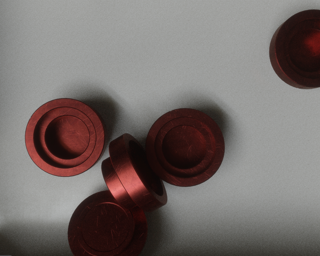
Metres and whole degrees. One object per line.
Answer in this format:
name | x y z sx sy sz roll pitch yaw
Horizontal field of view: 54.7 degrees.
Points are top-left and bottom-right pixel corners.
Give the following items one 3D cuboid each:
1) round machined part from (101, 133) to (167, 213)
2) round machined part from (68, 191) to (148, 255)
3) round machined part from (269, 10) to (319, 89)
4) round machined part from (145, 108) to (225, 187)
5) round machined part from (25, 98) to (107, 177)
round machined part | -0.034 0.058 0.375 0.042 0.098 0.098 -31 90 7
round machined part | -0.065 0.125 0.383 0.099 0.042 0.098 1 64 -1
round machined part | 0.192 -0.099 0.405 0.099 0.042 0.097 0 90 -1
round machined part | 0.031 0.024 0.402 0.099 0.042 0.097 0 89 -2
round machined part | -0.117 0.012 0.401 0.099 0.042 0.097 0 90 -1
